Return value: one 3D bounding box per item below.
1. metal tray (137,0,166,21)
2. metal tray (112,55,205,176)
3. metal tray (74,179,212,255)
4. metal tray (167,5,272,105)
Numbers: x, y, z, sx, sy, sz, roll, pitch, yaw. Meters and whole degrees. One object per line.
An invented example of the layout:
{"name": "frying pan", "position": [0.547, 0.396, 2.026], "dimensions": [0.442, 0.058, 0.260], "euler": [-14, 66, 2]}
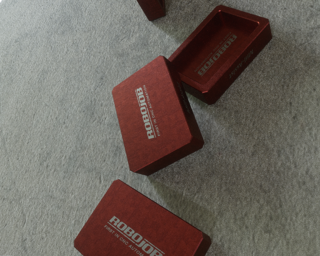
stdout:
{"name": "metal tray", "position": [-0.024, -0.261, 0.533], "dimensions": [0.030, 0.090, 0.130], "euler": [-15, 56, 20]}
{"name": "metal tray", "position": [-0.008, -0.016, 0.392], "dimensions": [0.090, 0.030, 0.130], "euler": [-30, 58, 23]}
{"name": "metal tray", "position": [-0.023, 0.124, 0.336], "dimensions": [0.130, 0.030, 0.090], "euler": [24, 74, 36]}
{"name": "metal tray", "position": [0.076, -0.103, 0.423], "dimensions": [0.130, 0.030, 0.090], "euler": [-48, 52, -6]}
